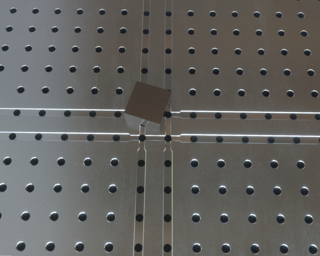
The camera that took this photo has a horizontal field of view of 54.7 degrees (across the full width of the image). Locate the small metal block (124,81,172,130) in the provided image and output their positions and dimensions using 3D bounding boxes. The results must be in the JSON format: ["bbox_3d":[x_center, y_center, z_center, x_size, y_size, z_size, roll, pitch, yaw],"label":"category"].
[{"bbox_3d":[-0.016,-0.030,0.423,0.050,0.025,0.050,17,71,6],"label":"small metal block"}]
